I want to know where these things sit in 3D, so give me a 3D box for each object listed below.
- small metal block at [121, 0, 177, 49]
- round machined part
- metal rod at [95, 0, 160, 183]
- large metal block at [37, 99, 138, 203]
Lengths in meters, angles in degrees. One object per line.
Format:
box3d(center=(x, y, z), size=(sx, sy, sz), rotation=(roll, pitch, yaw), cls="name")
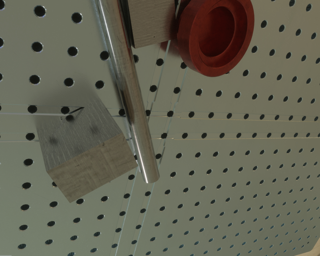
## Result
box3d(center=(-0.011, -0.118, 0.332), size=(0.050, 0.025, 0.050), rotation=(-19, 126, -17), cls="small metal block")
box3d(center=(0.059, -0.112, 0.356), size=(0.099, 0.042, 0.097), rotation=(-20, 126, -29), cls="round machined part")
box3d(center=(-0.036, -0.048, 0.361), size=(0.025, 0.025, 0.298), rotation=(-22, 127, -15), cls="metal rod")
box3d(center=(-0.082, 0.022, 0.344), size=(0.080, 0.080, 0.050), rotation=(-28, 128, -11), cls="large metal block")
